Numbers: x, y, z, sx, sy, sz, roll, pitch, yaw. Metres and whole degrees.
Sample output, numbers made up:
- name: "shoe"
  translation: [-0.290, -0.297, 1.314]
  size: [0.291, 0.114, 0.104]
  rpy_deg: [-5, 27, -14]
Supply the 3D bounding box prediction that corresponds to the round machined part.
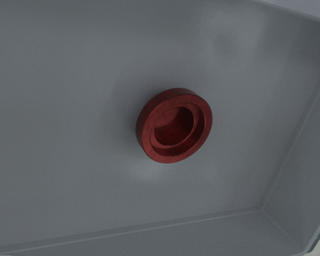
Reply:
- name: "round machined part"
  translation: [0.014, -0.006, 0.397]
  size: [0.099, 0.042, 0.097]
  rpy_deg: [-14, 124, -21]
